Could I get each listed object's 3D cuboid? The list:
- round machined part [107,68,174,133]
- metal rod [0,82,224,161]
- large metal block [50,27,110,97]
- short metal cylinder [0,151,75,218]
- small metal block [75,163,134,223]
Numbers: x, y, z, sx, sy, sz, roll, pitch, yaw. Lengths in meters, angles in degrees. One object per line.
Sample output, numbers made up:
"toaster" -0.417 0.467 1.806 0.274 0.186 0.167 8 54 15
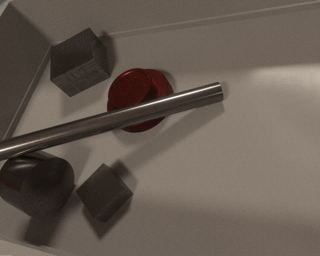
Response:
"round machined part" -0.034 -0.046 0.439 0.098 0.042 0.098 -13 56 20
"metal rod" -0.069 -0.007 0.392 0.302 0.025 0.025 -15 54 -1
"large metal block" -0.137 -0.111 0.527 0.080 0.050 0.080 -24 53 13
"short metal cylinder" -0.162 0.071 0.409 0.050 0.080 0.080 14 69 33
"small metal block" -0.070 0.082 0.391 0.050 0.025 0.050 -46 51 -4
